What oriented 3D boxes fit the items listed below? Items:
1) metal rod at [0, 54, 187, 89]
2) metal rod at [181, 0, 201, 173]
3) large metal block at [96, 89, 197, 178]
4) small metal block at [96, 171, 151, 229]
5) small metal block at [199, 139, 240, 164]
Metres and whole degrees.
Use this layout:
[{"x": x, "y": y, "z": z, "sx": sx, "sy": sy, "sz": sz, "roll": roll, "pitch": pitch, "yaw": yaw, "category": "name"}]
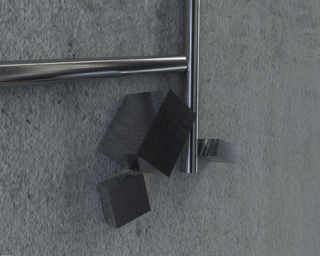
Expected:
[{"x": -0.085, "y": -0.063, "z": 0.334, "sx": 0.302, "sy": 0.025, "sz": 0.025, "roll": -13, "pitch": 99, "yaw": -39, "category": "metal rod"}, {"x": 0.044, "y": -0.086, "z": 0.443, "sx": 0.025, "sy": 0.025, "sz": 0.298, "roll": 2, "pitch": 89, "yaw": -40, "category": "metal rod"}, {"x": -0.016, "y": 0.005, "z": 0.357, "sx": 0.050, "sy": 0.080, "sz": 0.080, "roll": 40, "pitch": 66, "yaw": -33, "category": "large metal block"}, {"x": -0.043, "y": 0.084, "z": 0.371, "sx": 0.050, "sy": 0.025, "sz": 0.050, "roll": -19, "pitch": 102, "yaw": -39, "category": "small metal block"}, {"x": 0.081, "y": 0.034, "z": 0.459, "sx": 0.050, "sy": 0.050, "sz": 0.025, "roll": 20, "pitch": 75, "yaw": -39, "category": "small metal block"}]
